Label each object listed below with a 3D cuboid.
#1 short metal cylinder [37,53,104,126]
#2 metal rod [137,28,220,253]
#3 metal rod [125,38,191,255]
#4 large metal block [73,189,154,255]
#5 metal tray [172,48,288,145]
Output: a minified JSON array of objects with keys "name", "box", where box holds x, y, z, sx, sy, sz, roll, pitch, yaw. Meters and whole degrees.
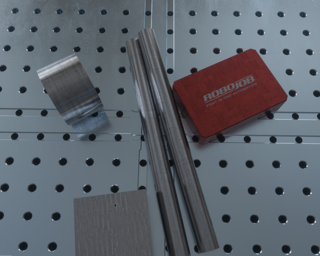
[{"name":"short metal cylinder","box":[-0.114,-0.049,0.400,0.050,0.080,0.080,-29,73,-10]},{"name":"metal rod","box":[0.019,0.003,0.401,0.025,0.025,0.299,-14,74,-5]},{"name":"metal rod","box":[-0.008,0.013,0.406,0.025,0.025,0.299,-11,70,-4]},{"name":"large metal block","box":[-0.051,0.119,0.355,0.081,0.050,0.080,-7,70,-3]},{"name":"metal tray","box":[0.093,-0.045,0.426,0.131,0.030,0.090,-25,72,-9]}]
